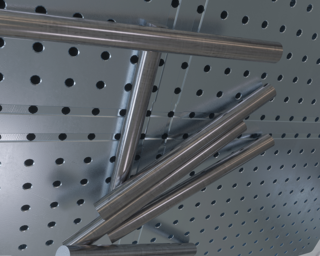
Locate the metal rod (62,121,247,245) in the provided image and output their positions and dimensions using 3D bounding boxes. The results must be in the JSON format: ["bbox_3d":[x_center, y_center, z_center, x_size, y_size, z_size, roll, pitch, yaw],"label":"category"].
[{"bbox_3d":[0.003,0.075,0.435,0.301,0.025,0.025,-34,129,-15],"label":"metal rod"}]

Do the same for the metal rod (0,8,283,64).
[{"bbox_3d":[-0.007,-0.091,0.319,0.302,0.025,0.025,1,118,-18],"label":"metal rod"}]

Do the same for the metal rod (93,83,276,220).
[{"bbox_3d":[0.044,0.025,0.430,0.301,0.025,0.025,-34,129,-14],"label":"metal rod"}]

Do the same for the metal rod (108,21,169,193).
[{"bbox_3d":[-0.040,0.018,0.399,0.025,0.025,0.298,1,118,-29],"label":"metal rod"}]

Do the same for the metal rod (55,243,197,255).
[{"bbox_3d":[-0.026,0.188,0.468,0.025,0.025,0.301,-52,142,9],"label":"metal rod"}]

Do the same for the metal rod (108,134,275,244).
[{"bbox_3d":[0.056,0.085,0.475,0.302,0.025,0.025,-27,128,-19],"label":"metal rod"}]
